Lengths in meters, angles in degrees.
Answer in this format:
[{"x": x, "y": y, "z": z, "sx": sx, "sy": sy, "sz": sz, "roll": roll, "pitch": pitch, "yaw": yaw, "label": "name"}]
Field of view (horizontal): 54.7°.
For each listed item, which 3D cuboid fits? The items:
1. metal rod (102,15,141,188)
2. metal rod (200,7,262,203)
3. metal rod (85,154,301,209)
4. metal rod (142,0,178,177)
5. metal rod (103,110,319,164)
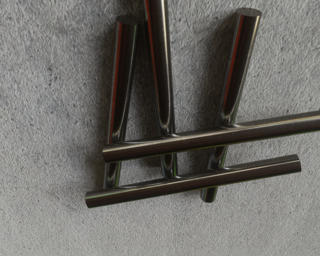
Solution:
[{"x": -0.057, "y": 0.003, "z": 0.408, "sx": 0.025, "sy": 0.025, "sz": 0.298, "roll": 7, "pitch": 130, "yaw": -6, "label": "metal rod"}, {"x": 0.083, "y": -0.002, "z": 0.405, "sx": 0.025, "sy": 0.025, "sz": 0.298, "roll": 2, "pitch": 130, "yaw": -2, "label": "metal rod"}, {"x": 0.039, "y": 0.077, "z": 0.438, "sx": 0.301, "sy": 0.025, "sz": 0.025, "roll": -12, "pitch": 129, "yaw": 9, "label": "metal rod"}, {"x": 0.003, "y": -0.045, "z": 0.368, "sx": 0.025, "sy": 0.025, "sz": 0.298, "roll": -4, "pitch": 130, "yaw": 3, "label": "metal rod"}, {"x": 0.078, "y": 0.010, "z": 0.381, "sx": 0.301, "sy": 0.025, "sz": 0.025, "roll": -9, "pitch": 130, "yaw": 7, "label": "metal rod"}]
